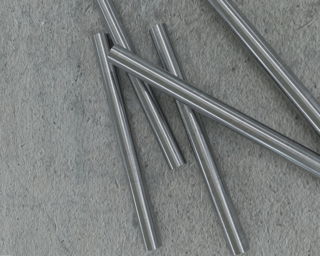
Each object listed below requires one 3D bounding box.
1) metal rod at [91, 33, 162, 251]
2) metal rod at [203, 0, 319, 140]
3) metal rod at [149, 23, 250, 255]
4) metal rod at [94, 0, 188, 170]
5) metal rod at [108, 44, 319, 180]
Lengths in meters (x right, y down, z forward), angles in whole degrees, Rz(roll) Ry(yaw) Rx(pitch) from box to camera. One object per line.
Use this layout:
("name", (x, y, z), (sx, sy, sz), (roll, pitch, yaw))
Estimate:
("metal rod", (-0.047, 0.015, 0.425), (0.025, 0.025, 0.298), (-17, 85, 19))
("metal rod", (0.122, -0.086, 0.365), (0.025, 0.025, 0.299), (-39, 78, 16))
("metal rod", (0.047, 0.008, 0.392), (0.025, 0.025, 0.299), (-22, 83, 19))
("metal rod", (-0.037, -0.085, 0.421), (0.025, 0.025, 0.299), (-27, 81, 18))
("metal rod", (0.070, -0.019, 0.364), (0.301, 0.025, 0.025), (30, 100, 9))
